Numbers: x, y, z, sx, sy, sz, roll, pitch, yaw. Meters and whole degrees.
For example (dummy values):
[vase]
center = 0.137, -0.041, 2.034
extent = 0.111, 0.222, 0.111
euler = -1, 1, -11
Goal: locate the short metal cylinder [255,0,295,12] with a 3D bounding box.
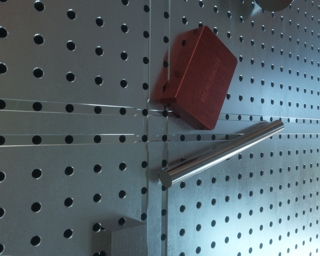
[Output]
[short metal cylinder]
center = 0.214, -0.257, 0.556
extent = 0.050, 0.080, 0.080
euler = -42, 116, -32

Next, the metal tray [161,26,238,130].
[metal tray]
center = 0.063, -0.072, 0.461
extent = 0.090, 0.030, 0.130
euler = 35, 69, -35

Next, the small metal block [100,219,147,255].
[small metal block]
center = -0.044, 0.143, 0.375
extent = 0.050, 0.025, 0.050
euler = 2, 89, -40

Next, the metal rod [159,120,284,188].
[metal rod]
center = 0.120, 0.032, 0.512
extent = 0.302, 0.025, 0.025
euler = -18, 102, -39
